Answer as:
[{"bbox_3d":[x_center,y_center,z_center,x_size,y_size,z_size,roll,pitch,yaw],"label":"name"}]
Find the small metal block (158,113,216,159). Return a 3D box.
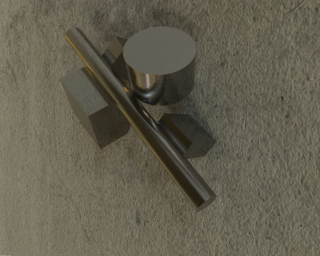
[{"bbox_3d":[0.029,0.009,0.361,0.050,0.050,0.025,48,119,29],"label":"small metal block"}]

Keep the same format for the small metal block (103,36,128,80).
[{"bbox_3d":[-0.051,-0.095,0.430,0.050,0.050,0.025,-46,63,30],"label":"small metal block"}]

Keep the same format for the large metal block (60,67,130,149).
[{"bbox_3d":[-0.090,-0.030,0.439,0.080,0.050,0.080,48,159,28],"label":"large metal block"}]

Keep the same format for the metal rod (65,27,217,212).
[{"bbox_3d":[-0.038,-0.029,0.371,0.300,0.025,0.025,51,120,27],"label":"metal rod"}]

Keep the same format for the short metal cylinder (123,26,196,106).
[{"bbox_3d":[0.001,-0.072,0.360,0.080,0.080,0.050,46,159,30],"label":"short metal cylinder"}]
